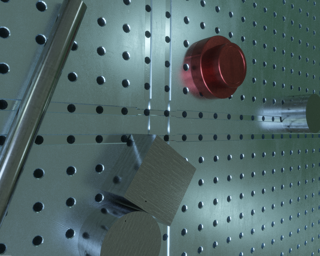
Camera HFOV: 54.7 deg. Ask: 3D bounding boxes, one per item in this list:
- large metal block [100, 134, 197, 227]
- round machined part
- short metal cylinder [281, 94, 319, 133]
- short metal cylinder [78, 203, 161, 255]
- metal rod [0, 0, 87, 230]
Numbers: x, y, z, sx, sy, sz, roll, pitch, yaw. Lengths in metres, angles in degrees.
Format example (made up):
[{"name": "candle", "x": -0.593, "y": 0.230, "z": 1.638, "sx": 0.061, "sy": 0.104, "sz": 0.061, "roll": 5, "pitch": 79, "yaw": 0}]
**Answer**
[{"name": "large metal block", "x": -0.012, "y": 0.063, "z": 0.383, "sx": 0.080, "sy": 0.050, "sz": 0.080, "roll": 42, "pitch": 65, "yaw": -32}, {"name": "round machined part", "x": 0.097, "y": -0.094, "z": 0.479, "sx": 0.099, "sy": 0.042, "sz": 0.097, "roll": 0, "pitch": 90, "yaw": -40}, {"name": "short metal cylinder", "x": 0.295, "y": -0.029, "z": 0.640, "sx": 0.081, "sy": 0.050, "sz": 0.079, "roll": 0, "pitch": 90, "yaw": -40}, {"name": "short metal cylinder", "x": -0.045, "y": 0.131, "z": 0.355, "sx": 0.081, "sy": 0.050, "sz": 0.079, "roll": 0, "pitch": 90, "yaw": -40}, {"name": "metal rod", "x": -0.132, "y": 0.006, "z": 0.298, "sx": 0.025, "sy": 0.025, "sz": 0.299, "roll": 27, "pitch": 73, "yaw": -37}]
